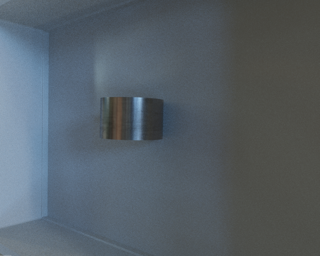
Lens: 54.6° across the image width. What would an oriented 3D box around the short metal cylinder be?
[{"bbox_3d":[-0.036,-0.012,0.398,0.080,0.081,0.050,3,92,40],"label":"short metal cylinder"}]
